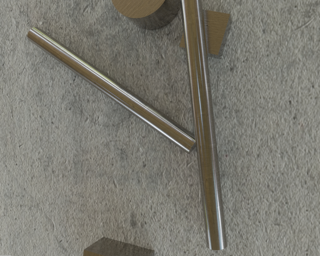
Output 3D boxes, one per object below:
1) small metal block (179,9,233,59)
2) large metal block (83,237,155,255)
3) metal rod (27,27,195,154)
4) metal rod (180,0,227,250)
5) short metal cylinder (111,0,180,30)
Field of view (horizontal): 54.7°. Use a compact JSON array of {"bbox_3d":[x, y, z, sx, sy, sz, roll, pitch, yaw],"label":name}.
[{"bbox_3d":[0.058,-0.118,0.388,0.050,0.025,0.050,18,96,18],"label":"small metal block"},{"bbox_3d":[-0.058,0.203,0.415,0.080,0.050,0.079,7,93,19],"label":"large metal block"},{"bbox_3d":[-0.075,-0.060,0.434,0.300,0.025,0.025,35,101,16],"label":"metal rod"},{"bbox_3d":[0.053,-0.002,0.373,0.025,0.025,0.298,-5,94,19],"label":"metal rod"},{"bbox_3d":[-0.017,-0.174,0.401,0.080,0.050,0.079,0,90,19],"label":"short metal cylinder"}]
